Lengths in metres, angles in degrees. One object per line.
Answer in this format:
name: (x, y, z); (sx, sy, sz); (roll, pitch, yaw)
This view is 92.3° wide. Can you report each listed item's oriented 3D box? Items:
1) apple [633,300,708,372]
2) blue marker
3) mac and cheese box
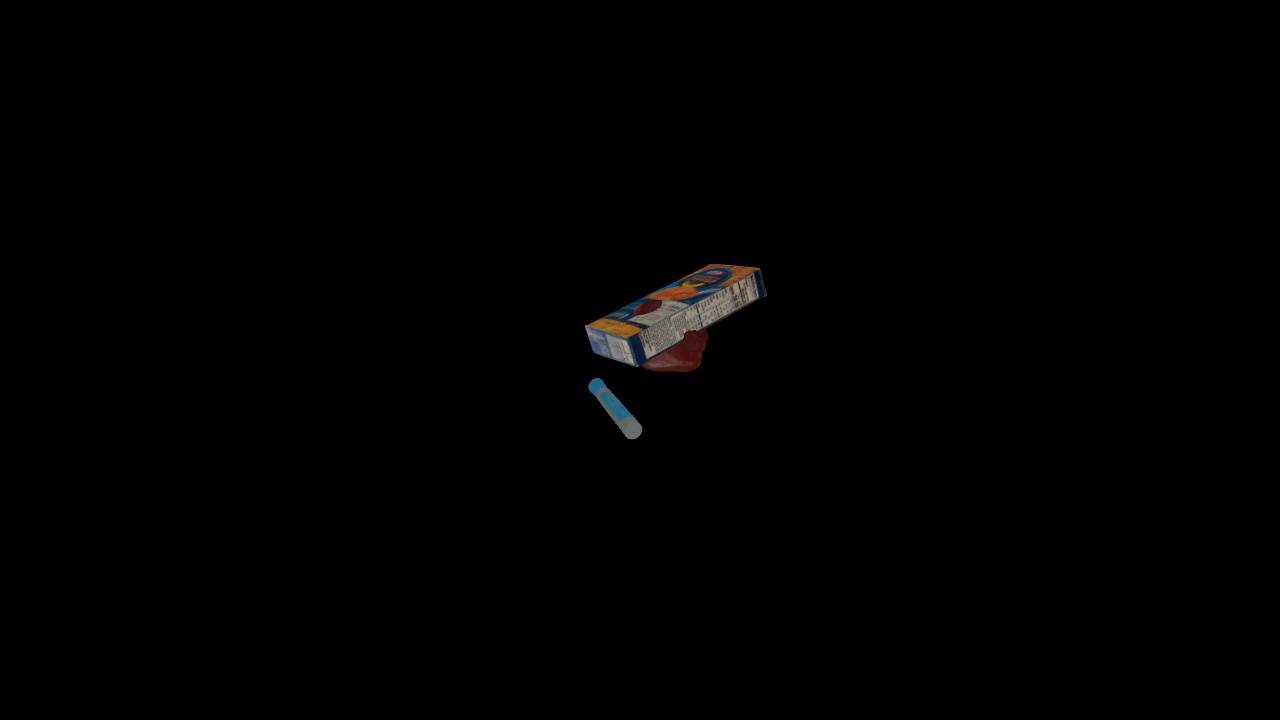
apple: (0.026, -0.025, 0.668); (0.093, 0.079, 0.079); (15, 2, 6)
blue marker: (-0.029, 0.048, 0.652); (0.020, 0.020, 0.121); (0, 21, -24)
mac and cheese box: (0.040, -0.054, 0.680); (0.184, 0.041, 0.093); (-29, 23, -25)
